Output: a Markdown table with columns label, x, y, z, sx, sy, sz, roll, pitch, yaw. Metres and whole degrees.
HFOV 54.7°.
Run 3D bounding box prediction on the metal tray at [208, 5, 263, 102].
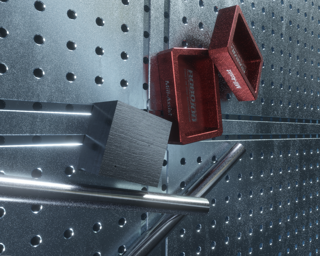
| label | x | y | z | sx | sy | sz | roll | pitch | yaw |
| --- | --- | --- | --- | --- | --- | --- | --- | --- | --- |
| metal tray | 0.124 | -0.113 | 0.487 | 0.130 | 0.030 | 0.090 | 43 | 55 | -45 |

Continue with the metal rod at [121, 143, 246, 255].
| label | x | y | z | sx | sy | sz | roll | pitch | yaw |
| --- | --- | --- | --- | --- | --- | --- | --- | --- | --- |
| metal rod | 0.034 | 0.110 | 0.440 | 0.302 | 0.025 | 0.025 | -37 | 113 | -34 |

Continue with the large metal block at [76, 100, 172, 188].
| label | x | y | z | sx | sy | sz | roll | pitch | yaw |
| --- | --- | --- | --- | --- | --- | --- | --- | --- | --- |
| large metal block | -0.040 | 0.020 | 0.361 | 0.080 | 0.050 | 0.080 | 21 | 77 | -38 |

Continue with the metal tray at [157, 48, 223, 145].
| label | x | y | z | sx | sy | sz | roll | pitch | yaw |
| --- | --- | --- | --- | --- | --- | --- | --- | --- | --- |
| metal tray | 0.046 | -0.047 | 0.446 | 0.091 | 0.030 | 0.129 | -10 | 97 | -40 |

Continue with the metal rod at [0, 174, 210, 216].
| label | x | y | z | sx | sy | sz | roll | pitch | yaw |
| --- | --- | --- | --- | --- | --- | --- | --- | --- | --- |
| metal rod | -0.062 | 0.077 | 0.341 | 0.302 | 0.025 | 0.025 | 15 | 81 | -34 |
